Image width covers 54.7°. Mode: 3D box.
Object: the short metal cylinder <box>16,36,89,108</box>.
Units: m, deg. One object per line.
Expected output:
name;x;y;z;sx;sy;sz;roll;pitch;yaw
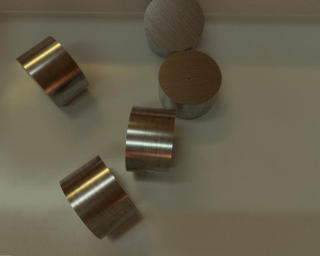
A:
short metal cylinder;-0.139;-0.072;0.406;0.050;0.080;0.080;-41;75;-13

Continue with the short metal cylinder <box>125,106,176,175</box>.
short metal cylinder;-0.010;0.015;0.375;0.050;0.080;0.080;5;70;2

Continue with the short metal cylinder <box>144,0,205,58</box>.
short metal cylinder;0.019;-0.141;0.435;0.081;0.050;0.080;0;90;0

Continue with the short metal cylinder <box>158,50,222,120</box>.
short metal cylinder;0.038;-0.057;0.417;0.081;0.050;0.080;0;70;0

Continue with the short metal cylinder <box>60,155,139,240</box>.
short metal cylinder;-0.068;0.077;0.352;0.050;0.080;0.080;-36;74;-12
